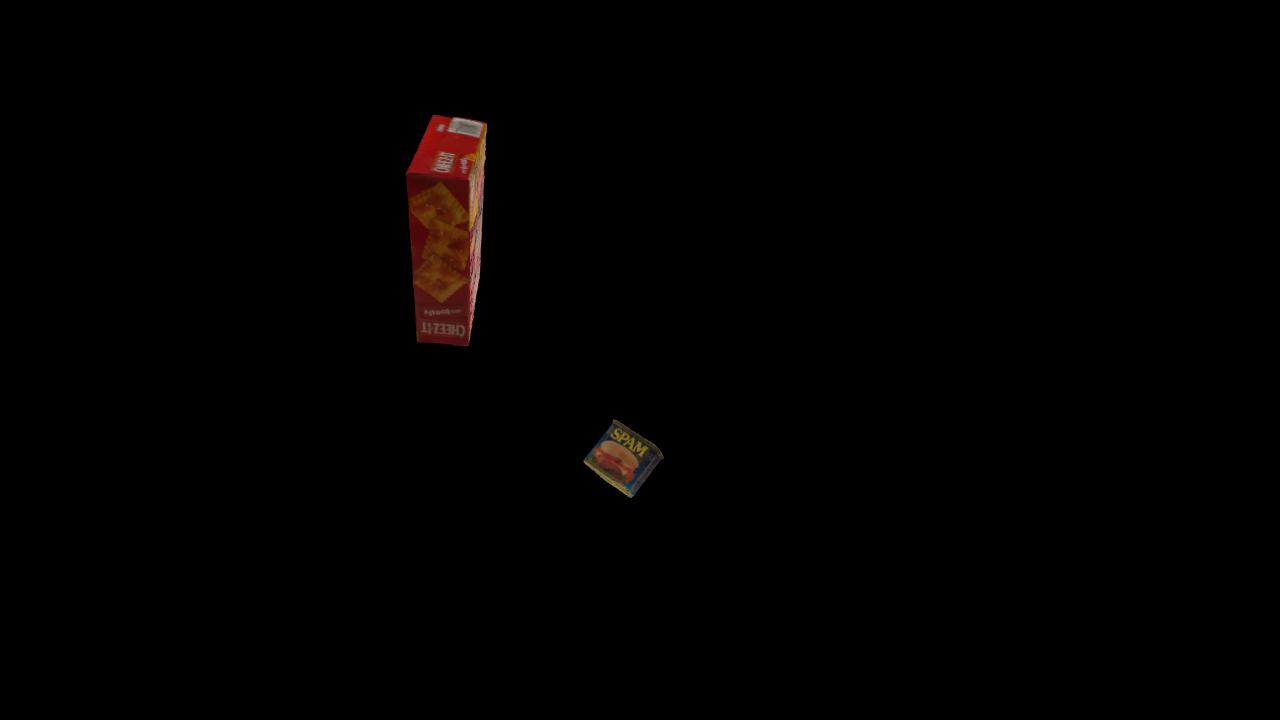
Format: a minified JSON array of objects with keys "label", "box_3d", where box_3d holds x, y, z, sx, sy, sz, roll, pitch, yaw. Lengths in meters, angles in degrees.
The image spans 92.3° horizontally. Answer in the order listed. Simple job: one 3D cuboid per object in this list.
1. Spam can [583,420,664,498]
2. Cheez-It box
[{"label":"Spam can","box_3d":[-0.027,0.159,0.990,0.101,0.085,0.058,30,-19,29]},{"label":"Cheez-It box","box_3d":[-0.227,-0.153,0.738,0.071,0.223,0.166,5,40,-11]}]
